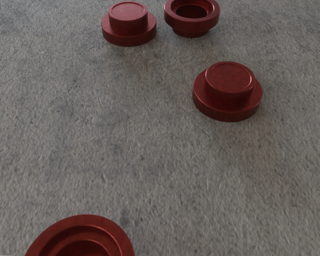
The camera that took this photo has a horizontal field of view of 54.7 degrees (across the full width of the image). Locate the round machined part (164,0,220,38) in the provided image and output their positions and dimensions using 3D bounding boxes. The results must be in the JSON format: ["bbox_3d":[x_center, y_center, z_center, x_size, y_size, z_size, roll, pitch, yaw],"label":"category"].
[{"bbox_3d":[0.057,-0.200,0.561,0.099,0.042,0.098,0,50,0],"label":"round machined part"}]

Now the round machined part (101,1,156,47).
[{"bbox_3d":[-0.056,-0.191,0.552,0.099,0.042,0.098,0,50,0],"label":"round machined part"}]

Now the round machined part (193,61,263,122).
[{"bbox_3d":[0.097,-0.058,0.443,0.099,0.042,0.098,0,50,0],"label":"round machined part"}]

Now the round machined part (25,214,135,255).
[{"bbox_3d":[-0.070,0.133,0.280,0.099,0.042,0.098,0,50,0],"label":"round machined part"}]
